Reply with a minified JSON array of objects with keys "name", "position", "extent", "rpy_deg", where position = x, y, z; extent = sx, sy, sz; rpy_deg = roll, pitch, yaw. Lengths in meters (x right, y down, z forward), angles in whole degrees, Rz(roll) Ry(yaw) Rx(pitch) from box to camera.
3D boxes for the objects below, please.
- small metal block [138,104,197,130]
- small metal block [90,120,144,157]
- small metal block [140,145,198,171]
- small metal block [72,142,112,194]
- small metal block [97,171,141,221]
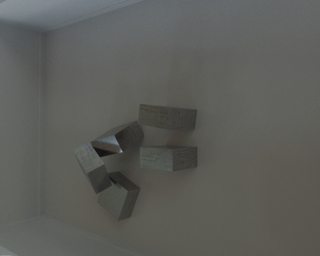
[{"name":"small metal block","position":[0.010,-0.014,0.381],"extent":[0.050,0.050,0.025],"rpy_deg":[10,97,39]},{"name":"small metal block","position":[-0.059,0.015,0.433],"extent":[0.050,0.050,0.025],"rpy_deg":[-16,104,38]},{"name":"small metal block","position":[0.011,0.036,0.380],"extent":[0.050,0.050,0.025],"rpy_deg":[1,91,39]},{"name":"small metal block","position":[-0.095,0.056,0.434],"extent":[0.050,0.025,0.050],"rpy_deg":[46,155,38]},{"name":"small metal block","position":[-0.061,0.099,0.455],"extent":[0.050,0.025,0.050],"rpy_deg":[30,108,35]}]
